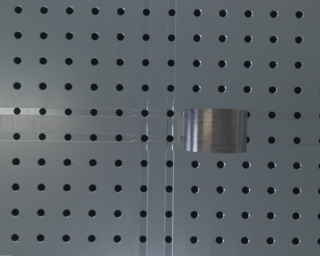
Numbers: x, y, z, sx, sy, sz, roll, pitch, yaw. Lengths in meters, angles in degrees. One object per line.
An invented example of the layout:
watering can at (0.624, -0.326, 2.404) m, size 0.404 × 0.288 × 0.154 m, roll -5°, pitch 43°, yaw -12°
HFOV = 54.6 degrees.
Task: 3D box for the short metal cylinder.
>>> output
short metal cylinder at (0.067, 0.003, 0.386) m, size 0.080 × 0.080 × 0.050 m, roll 2°, pitch 90°, yaw 0°
